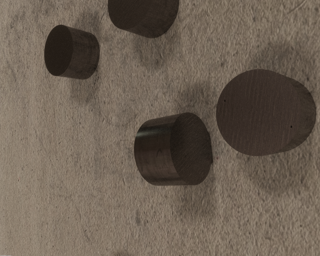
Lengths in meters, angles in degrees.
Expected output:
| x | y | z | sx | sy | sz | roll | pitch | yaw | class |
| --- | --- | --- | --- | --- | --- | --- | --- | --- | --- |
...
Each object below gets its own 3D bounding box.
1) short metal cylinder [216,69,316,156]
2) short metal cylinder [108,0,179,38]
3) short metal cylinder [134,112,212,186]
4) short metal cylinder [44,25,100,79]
| x | y | z | sx | sy | sz | roll | pitch | yaw | class |
| --- | --- | --- | --- | --- | --- | --- | --- | --- | --- |
| 0.103 | -0.014 | 0.303 | 0.080 | 0.050 | 0.079 | 0 | 90 | 39 | short metal cylinder |
| -0.022 | -0.163 | 0.405 | 0.080 | 0.050 | 0.079 | 0 | 90 | 39 | short metal cylinder |
| 0.017 | 0.025 | 0.354 | 0.050 | 0.081 | 0.080 | -10 | 84 | 39 | short metal cylinder |
| -0.144 | -0.122 | 0.504 | 0.080 | 0.050 | 0.079 | 0 | 90 | 39 | short metal cylinder |
